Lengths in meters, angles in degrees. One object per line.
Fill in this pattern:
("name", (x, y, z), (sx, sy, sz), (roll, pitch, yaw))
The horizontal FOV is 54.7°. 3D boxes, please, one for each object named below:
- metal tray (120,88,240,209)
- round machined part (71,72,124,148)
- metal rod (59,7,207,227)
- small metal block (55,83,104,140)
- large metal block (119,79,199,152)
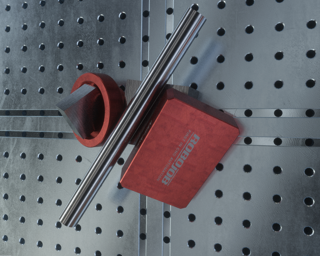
("metal tray", (0.020, 0.029, 0.366), (0.090, 0.030, 0.129), (24, 115, -14))
("round machined part", (-0.079, -0.024, 0.416), (0.098, 0.042, 0.097), (4, 95, 44))
("metal rod", (-0.039, -0.004, 0.372), (0.025, 0.025, 0.299), (36, 101, 16))
("small metal block", (-0.098, -0.022, 0.403), (0.050, 0.050, 0.025), (-42, 43, -21))
("large metal block", (-0.001, -0.015, 0.398), (0.080, 0.050, 0.079), (10, 93, 19))
